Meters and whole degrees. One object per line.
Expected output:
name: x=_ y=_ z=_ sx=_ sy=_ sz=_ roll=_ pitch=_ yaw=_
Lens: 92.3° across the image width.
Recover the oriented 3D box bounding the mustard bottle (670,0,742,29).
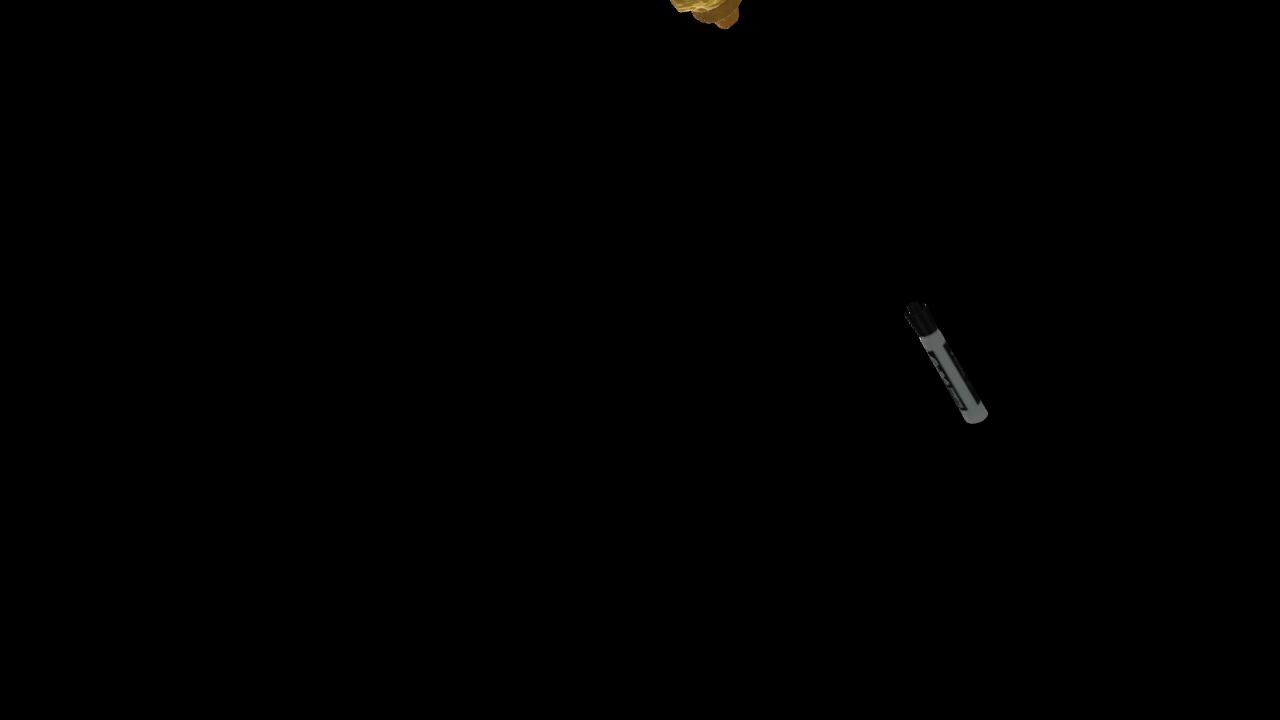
mustard bottle: x=0.027 y=-0.290 z=0.411 sx=0.054 sy=0.092 sz=0.184 roll=-10 pitch=-18 yaw=27

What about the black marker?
black marker: x=0.256 y=0.002 z=0.516 sx=0.020 sy=0.121 sz=0.020 roll=-33 pitch=14 yaw=9
